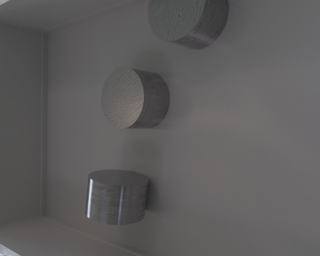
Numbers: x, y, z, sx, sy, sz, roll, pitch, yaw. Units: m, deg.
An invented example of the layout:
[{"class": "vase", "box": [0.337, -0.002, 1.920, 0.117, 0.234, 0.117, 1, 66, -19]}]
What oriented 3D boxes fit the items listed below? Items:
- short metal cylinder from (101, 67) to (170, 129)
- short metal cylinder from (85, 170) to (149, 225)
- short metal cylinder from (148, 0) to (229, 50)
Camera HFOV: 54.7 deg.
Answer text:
[{"class": "short metal cylinder", "box": [-0.034, -0.039, 0.419, 0.080, 0.050, 0.080, 0, 90, 40]}, {"class": "short metal cylinder", "box": [-0.058, 0.091, 0.419, 0.080, 0.081, 0.050, 11, 97, 39]}, {"class": "short metal cylinder", "box": [0.032, -0.137, 0.364, 0.080, 0.050, 0.080, 0, 90, 40]}]
